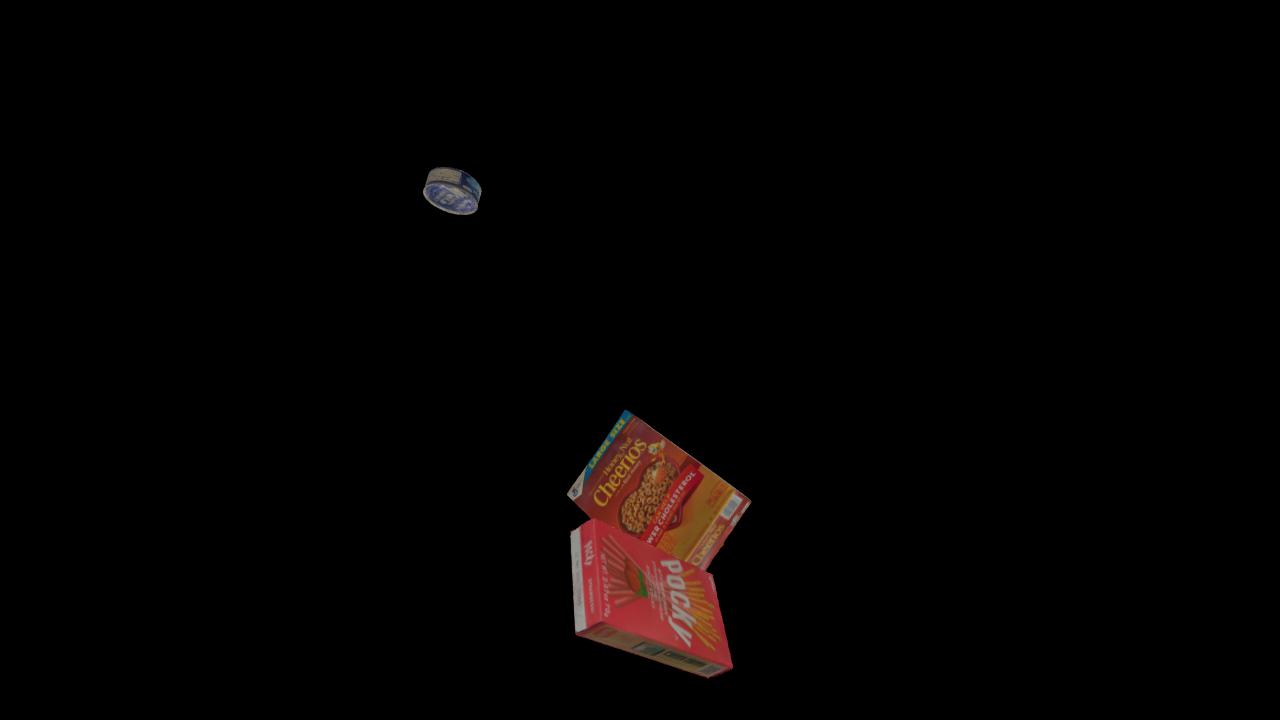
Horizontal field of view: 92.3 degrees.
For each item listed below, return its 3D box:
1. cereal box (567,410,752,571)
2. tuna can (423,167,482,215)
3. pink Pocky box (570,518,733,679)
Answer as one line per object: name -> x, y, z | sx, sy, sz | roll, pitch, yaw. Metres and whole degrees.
cereal box -> 0.022, 0.246, 1.104 | 0.306, 0.203, 0.081 | 32, -5, 44
tuna can -> -0.291, -0.263, 0.959 | 0.084, 0.034, 0.084 | 8, -19, 3
pink Pocky box -> 0.011, 0.191, 0.487 | 0.029, 0.084, 0.155 | -37, -53, 23
